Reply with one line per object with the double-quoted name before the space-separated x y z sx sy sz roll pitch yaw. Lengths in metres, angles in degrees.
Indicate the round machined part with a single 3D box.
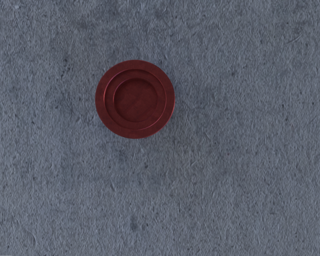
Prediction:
"round machined part" -0.031 -0.036 0.401 0.099 0.042 0.097 0 90 0
